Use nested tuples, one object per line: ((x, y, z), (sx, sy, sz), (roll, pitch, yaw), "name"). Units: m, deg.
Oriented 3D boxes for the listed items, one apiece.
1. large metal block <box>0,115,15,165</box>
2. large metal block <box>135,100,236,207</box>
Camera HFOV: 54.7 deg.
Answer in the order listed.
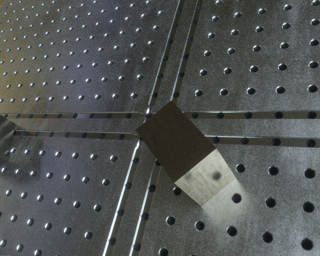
((-0.298, 0.014, 0.518), (0.050, 0.080, 0.080), (-20, 54, 16), "large metal block")
((0.029, 0.029, 0.339), (0.050, 0.080, 0.080), (-40, 51, 1), "large metal block")
